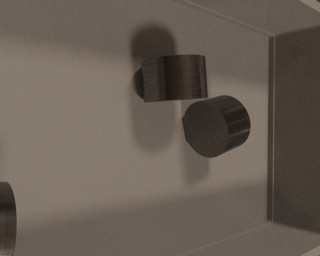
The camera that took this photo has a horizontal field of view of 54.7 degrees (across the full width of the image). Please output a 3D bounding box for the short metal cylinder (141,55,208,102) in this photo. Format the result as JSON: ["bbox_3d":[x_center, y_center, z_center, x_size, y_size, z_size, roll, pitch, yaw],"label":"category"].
[{"bbox_3d":[0.018,-0.060,0.388,0.081,0.080,0.050,-8,95,-40],"label":"short metal cylinder"}]

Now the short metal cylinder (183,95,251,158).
[{"bbox_3d":[0.079,-0.003,0.440,0.050,0.080,0.079,-17,101,-39],"label":"short metal cylinder"}]

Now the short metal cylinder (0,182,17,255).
[{"bbox_3d":[-0.152,0.083,0.244,0.050,0.080,0.080,8,85,-40],"label":"short metal cylinder"}]
